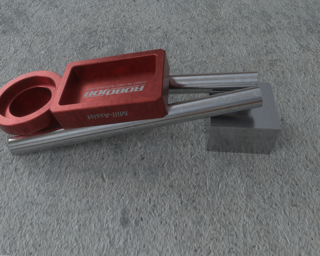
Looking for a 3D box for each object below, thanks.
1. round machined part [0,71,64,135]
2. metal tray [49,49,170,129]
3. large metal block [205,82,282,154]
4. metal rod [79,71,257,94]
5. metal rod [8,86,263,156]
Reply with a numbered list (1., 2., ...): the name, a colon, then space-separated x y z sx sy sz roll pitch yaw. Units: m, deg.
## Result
1. round machined part: -0.165 -0.028 0.408 0.098 0.042 0.098 -6 49 8
2. metal tray: -0.056 -0.048 0.374 0.131 0.030 0.090 -6 49 11
3. large metal block: 0.101 -0.015 0.400 0.080 0.050 0.080 3 50 2
4. metal rod: -0.029 -0.056 0.409 0.301 0.025 0.025 0 49 16
5. metal rod: -0.034 -0.007 0.368 0.301 0.025 0.025 -11 50 6
